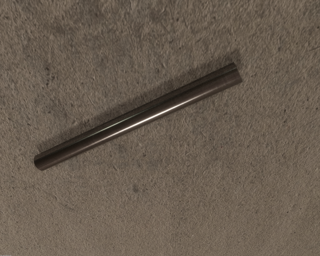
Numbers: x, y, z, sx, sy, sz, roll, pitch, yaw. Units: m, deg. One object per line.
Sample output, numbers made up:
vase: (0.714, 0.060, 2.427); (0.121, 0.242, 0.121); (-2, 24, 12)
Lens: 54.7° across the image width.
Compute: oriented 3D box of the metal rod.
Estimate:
metal rod: (-0.041, -0.007, 0.400); (0.300, 0.025, 0.025); (-24, 127, 18)
